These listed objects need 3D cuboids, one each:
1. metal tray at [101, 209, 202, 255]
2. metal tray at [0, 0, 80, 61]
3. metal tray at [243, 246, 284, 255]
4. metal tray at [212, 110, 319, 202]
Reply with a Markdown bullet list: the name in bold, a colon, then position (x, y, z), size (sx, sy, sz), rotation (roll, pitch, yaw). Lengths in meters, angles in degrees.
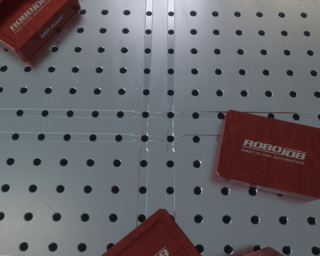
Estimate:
- **metal tray**: position (-0.020, 0.166, 0.348), size (0.130, 0.030, 0.090), rotation (-36, 74, -12)
- **metal tray**: position (-0.198, -0.176, 0.472), size (0.090, 0.030, 0.130), rotation (33, 73, 11)
- **metal tray**: position (0.102, 0.202, 0.318), size (0.090, 0.030, 0.129), rotation (-17, 86, -6)
- **metal tray**: position (0.141, 0.034, 0.397), size (0.131, 0.030, 0.090), rotation (12, 70, 4)
